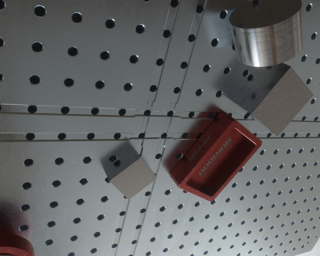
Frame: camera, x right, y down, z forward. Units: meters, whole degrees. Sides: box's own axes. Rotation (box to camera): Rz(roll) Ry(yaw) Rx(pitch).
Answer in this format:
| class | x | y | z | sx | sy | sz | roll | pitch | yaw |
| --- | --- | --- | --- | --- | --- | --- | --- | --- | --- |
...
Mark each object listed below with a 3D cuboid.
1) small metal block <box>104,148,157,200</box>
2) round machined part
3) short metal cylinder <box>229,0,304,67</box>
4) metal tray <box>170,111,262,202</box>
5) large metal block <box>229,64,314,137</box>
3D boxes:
| class | x | y | z | sx | sy | sz | roll | pitch | yaw |
| --- | --- | --- | --- | --- | --- | --- | --- | --- | --- |
| small metal block | -0.040 | 0.064 | 0.429 | 0.050 | 0.025 | 0.050 | -37 | 129 | -4 |
| round machined part | -0.211 | 0.168 | 0.389 | 0.099 | 0.042 | 0.097 | -14 | 124 | -21 |
| short metal cylinder | 0.128 | -0.118 | 0.373 | 0.080 | 0.080 | 0.050 | -31 | 129 | -8 |
| metal tray | 0.089 | 0.048 | 0.486 | 0.090 | 0.030 | 0.130 | 32 | 101 | -38 |
| large metal block | 0.165 | -0.046 | 0.457 | 0.080 | 0.050 | 0.080 | 31 | 101 | -38 |
